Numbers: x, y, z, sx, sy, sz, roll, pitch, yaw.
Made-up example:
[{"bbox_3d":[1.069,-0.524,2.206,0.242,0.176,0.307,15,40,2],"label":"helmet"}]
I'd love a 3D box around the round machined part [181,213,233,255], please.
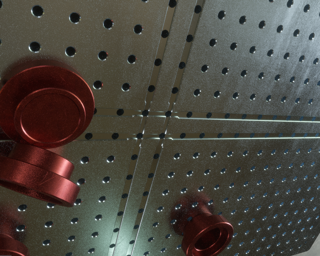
[{"bbox_3d":[0.082,0.196,0.569,0.099,0.042,0.097,-14,125,-21],"label":"round machined part"}]

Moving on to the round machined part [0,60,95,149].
[{"bbox_3d":[-0.117,-0.018,0.326,0.099,0.042,0.097,-14,125,-21],"label":"round machined part"}]

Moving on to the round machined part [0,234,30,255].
[{"bbox_3d":[-0.217,0.173,0.389,0.099,0.042,0.097,-14,125,-21],"label":"round machined part"}]

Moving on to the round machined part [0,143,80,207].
[{"bbox_3d":[-0.133,0.049,0.335,0.098,0.098,0.042,38,59,-39],"label":"round machined part"}]
